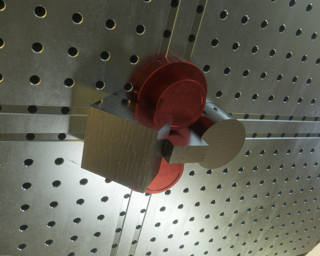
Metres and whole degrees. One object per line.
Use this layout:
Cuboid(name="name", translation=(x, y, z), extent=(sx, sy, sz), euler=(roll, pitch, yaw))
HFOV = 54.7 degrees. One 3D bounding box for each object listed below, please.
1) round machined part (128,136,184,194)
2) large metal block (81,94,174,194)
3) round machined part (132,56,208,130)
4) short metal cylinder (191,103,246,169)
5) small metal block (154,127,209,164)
Cuboid(name="round machined part", translation=(-0.006, 0.052, 0.429), extent=(0.099, 0.042, 0.097), euler=(-14, 124, -21))
Cuboid(name="large metal block", translation=(-0.038, 0.016, 0.357), extent=(0.050, 0.080, 0.079), euler=(-46, 153, -61))
Cuboid(name="round machined part", translation=(0.018, -0.036, 0.388), extent=(0.099, 0.042, 0.097), euler=(-14, 124, -21))
Cuboid(name="short metal cylinder", translation=(0.073, 0.011, 0.440), extent=(0.081, 0.050, 0.079), euler=(-14, 124, -21))
Cuboid(name="small metal block", translation=(0.025, 0.020, 0.392), extent=(0.050, 0.050, 0.025), euler=(1, 118, -29))
